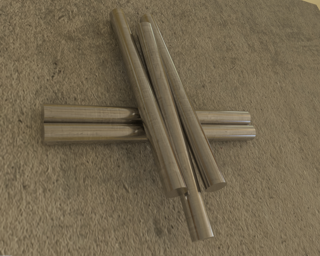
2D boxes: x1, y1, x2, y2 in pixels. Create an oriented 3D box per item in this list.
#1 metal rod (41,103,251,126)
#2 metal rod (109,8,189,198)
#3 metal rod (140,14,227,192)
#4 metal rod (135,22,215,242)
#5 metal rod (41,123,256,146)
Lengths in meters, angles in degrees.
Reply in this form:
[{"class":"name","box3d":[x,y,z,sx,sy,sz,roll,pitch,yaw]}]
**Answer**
[{"class":"metal rod","box3d":[0.002,-0.015,0.418,0.303,0.025,0.025,0,62,-29]},{"class":"metal rod","box3d":[-0.024,-0.053,0.399,0.025,0.025,0.299,0,54,-29]},{"class":"metal rod","box3d":[0.021,-0.054,0.424,0.025,0.025,0.299,0,54,-29]},{"class":"metal rod","box3d":[0.011,-0.014,0.388,0.025,0.025,0.299,0,62,-29]},{"class":"metal rod","box3d":[0.006,0.007,0.407,0.303,0.025,0.025,0,62,-29]}]
